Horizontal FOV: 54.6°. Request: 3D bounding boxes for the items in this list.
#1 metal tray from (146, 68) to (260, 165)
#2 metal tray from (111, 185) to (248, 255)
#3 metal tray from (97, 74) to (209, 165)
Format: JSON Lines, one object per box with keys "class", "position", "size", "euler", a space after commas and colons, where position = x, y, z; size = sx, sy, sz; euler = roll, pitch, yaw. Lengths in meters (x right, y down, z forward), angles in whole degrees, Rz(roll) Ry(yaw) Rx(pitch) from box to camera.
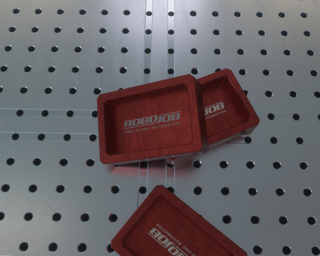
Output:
{"class": "metal tray", "position": [0.053, -0.017, 0.415], "size": [0.131, 0.030, 0.090], "euler": [-22, 72, -8]}
{"class": "metal tray", "position": [0.021, 0.140, 0.357], "size": [0.130, 0.030, 0.090], "euler": [37, 74, 12]}
{"class": "metal tray", "position": [-0.012, -0.007, 0.378], "size": [0.130, 0.030, 0.090], "euler": [-10, 77, 21]}
